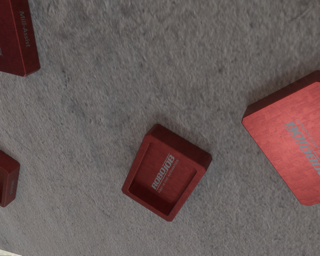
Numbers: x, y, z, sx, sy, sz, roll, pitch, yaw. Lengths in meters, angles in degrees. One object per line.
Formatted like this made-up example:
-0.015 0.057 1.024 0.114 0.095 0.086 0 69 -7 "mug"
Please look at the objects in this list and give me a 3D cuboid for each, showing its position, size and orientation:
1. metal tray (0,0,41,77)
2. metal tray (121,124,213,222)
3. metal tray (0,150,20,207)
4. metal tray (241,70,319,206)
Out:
-0.222 -0.143 0.429 0.090 0.030 0.129 15 125 19 "metal tray"
0.005 0.067 0.440 0.090 0.030 0.129 31 128 7 "metal tray"
-0.341 0.097 0.639 0.090 0.030 0.129 33 129 6 "metal tray"
0.161 0.016 0.328 0.090 0.030 0.130 -31 102 37 "metal tray"
